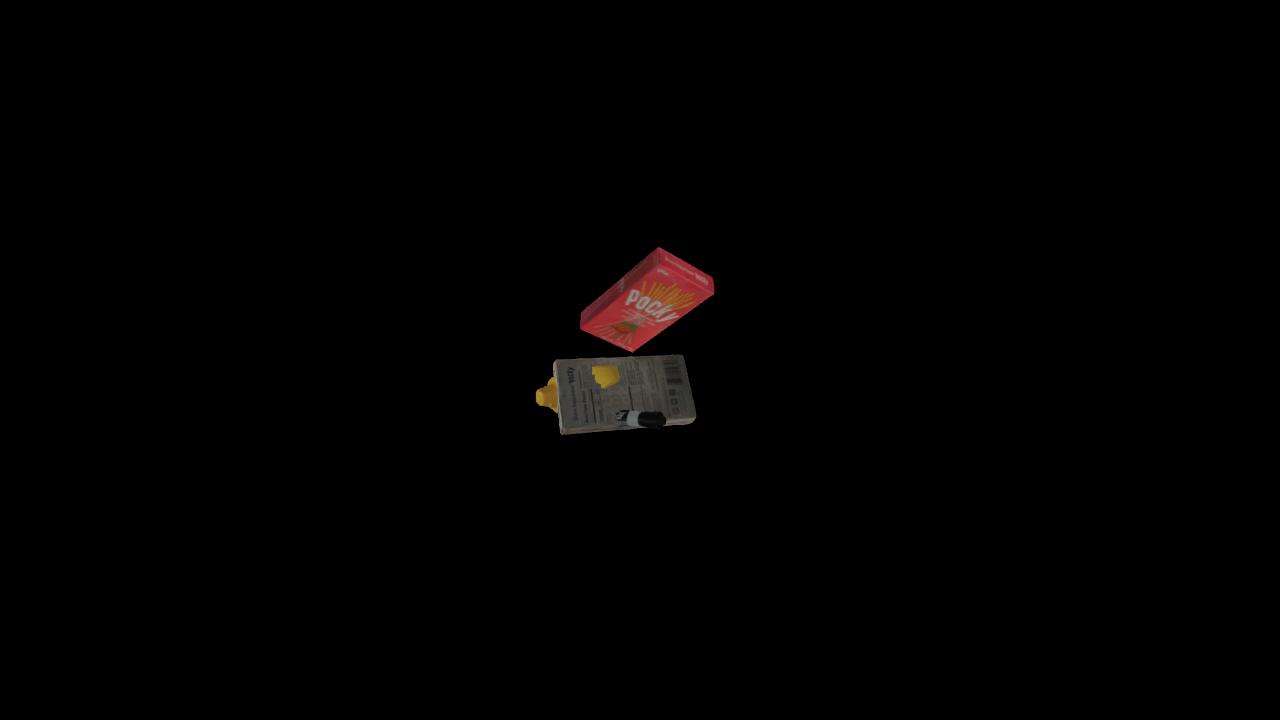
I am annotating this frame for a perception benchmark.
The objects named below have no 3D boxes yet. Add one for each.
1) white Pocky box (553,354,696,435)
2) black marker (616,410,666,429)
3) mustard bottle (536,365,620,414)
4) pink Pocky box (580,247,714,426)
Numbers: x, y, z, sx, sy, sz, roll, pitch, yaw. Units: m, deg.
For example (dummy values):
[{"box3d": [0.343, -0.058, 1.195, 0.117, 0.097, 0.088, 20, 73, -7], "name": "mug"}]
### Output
[{"box3d": [-0.018, 0.037, 0.697, 0.154, 0.084, 0.028, -3, -25, -16], "name": "white Pocky box"}, {"box3d": [-0.026, 0.063, 0.678, 0.121, 0.020, 0.020, 1, 0, 31], "name": "black marker"}, {"box3d": [-0.041, 0.033, 0.729, 0.184, 0.054, 0.092, -6, -17, -39], "name": "mustard bottle"}, {"box3d": [0.005, -0.066, 0.726, 0.084, 0.029, 0.155, 24, -40, -32], "name": "pink Pocky box"}]
